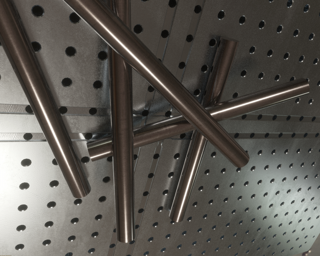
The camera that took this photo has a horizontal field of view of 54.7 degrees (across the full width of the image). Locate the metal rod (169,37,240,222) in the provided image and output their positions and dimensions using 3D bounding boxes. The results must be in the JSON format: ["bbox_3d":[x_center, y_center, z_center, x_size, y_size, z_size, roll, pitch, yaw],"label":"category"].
[{"bbox_3d":[0.058,0.018,0.456,0.025,0.025,0.298,-2,119,-28],"label":"metal rod"}]

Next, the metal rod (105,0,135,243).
[{"bbox_3d":[-0.043,0.003,0.357,0.025,0.025,0.298,-9,112,-24],"label":"metal rod"}]

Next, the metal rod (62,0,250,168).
[{"bbox_3d":[0.019,-0.037,0.346,0.025,0.025,0.300,-46,124,4],"label":"metal rod"}]

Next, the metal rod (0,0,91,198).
[{"bbox_3d":[-0.126,-0.036,0.320,0.025,0.025,0.298,-22,127,-15],"label":"metal rod"}]

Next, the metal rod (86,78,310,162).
[{"bbox_3d":[0.056,-0.014,0.406,0.302,0.025,0.025,-17,126,-8],"label":"metal rod"}]
